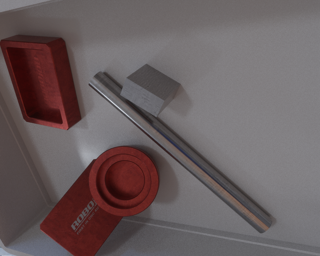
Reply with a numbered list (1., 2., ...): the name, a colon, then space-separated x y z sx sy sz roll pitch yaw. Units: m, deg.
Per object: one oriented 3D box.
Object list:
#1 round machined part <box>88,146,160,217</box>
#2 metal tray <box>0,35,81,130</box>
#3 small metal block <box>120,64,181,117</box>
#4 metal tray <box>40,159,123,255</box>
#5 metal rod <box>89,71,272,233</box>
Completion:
1. round machined part: -0.049 0.074 0.447 0.099 0.042 0.097 0 89 4
2. metal tray: -0.172 -0.065 0.452 0.090 0.030 0.129 10 123 22
3. small metal block: -0.010 -0.046 0.368 0.050 0.050 0.025 32 128 7
4. metal tray: -0.104 0.124 0.475 0.090 0.130 0.030 37 165 3
5. metal rod: 0.027 0.032 0.412 0.300 0.025 0.025 41 129 -1
